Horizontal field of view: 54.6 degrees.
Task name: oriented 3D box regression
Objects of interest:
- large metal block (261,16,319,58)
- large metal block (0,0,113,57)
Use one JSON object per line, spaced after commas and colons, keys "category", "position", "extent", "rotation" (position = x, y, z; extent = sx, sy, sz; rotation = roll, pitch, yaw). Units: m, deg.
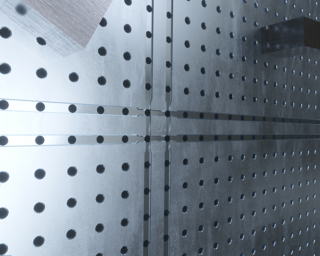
{"category": "large metal block", "position": [0.247, -0.166, 0.578], "extent": [0.081, 0.080, 0.050], "rotation": [-4, 93, -40]}
{"category": "large metal block", "position": [-0.100, -0.131, 0.308], "extent": [0.080, 0.050, 0.080], "rotation": [36, 68, -34]}
